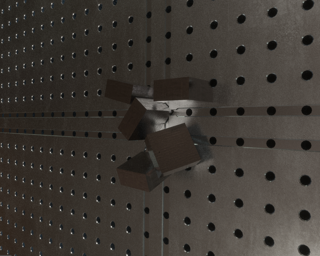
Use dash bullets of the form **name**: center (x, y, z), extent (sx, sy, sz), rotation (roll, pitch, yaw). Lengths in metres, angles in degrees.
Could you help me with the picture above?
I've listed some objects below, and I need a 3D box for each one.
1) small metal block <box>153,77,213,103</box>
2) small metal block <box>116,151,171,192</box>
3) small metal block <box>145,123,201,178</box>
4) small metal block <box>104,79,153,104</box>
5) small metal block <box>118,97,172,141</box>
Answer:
- **small metal block**: center (0.028, -0.043, 0.369), extent (0.050, 0.050, 0.025), rotation (1, 91, 39)
- **small metal block**: center (-0.019, 0.055, 0.403), extent (0.050, 0.050, 0.025), rotation (5, 115, 39)
- **small metal block**: center (0.014, 0.027, 0.376), extent (0.025, 0.050, 0.050), rotation (112, 138, -67)
- **small metal block**: center (-0.038, -0.048, 0.423), extent (0.050, 0.050, 0.025), rotation (18, 102, 38)
- **small metal block**: center (-0.019, -0.011, 0.407), extent (0.025, 0.050, 0.050), rotation (47, 118, 29)
